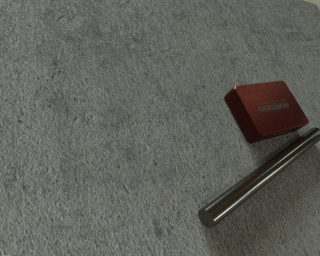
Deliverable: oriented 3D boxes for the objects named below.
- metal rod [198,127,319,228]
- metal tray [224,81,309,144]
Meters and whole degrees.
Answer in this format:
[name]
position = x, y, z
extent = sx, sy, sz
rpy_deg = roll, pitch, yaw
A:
[metal rod]
position = 0.166, 0.059, 0.459
extent = 0.302, 0.025, 0.025
rpy_deg = -24, 75, -37
[metal tray]
position = 0.180, -0.030, 0.519
extent = 0.131, 0.030, 0.090
rpy_deg = -11, 67, -33
